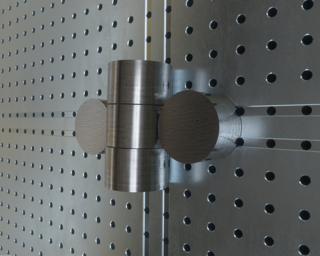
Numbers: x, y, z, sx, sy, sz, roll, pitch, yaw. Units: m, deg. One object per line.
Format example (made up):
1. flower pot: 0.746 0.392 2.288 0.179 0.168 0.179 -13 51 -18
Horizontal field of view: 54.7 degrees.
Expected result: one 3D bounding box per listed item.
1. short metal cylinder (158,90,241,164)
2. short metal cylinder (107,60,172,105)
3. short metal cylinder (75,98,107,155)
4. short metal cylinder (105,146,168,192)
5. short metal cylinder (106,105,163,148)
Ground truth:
1. short metal cylinder: 0.044 -0.001 0.354 0.080 0.050 0.079 0 90 39
2. short metal cylinder: -0.026 -0.054 0.392 0.080 0.081 0.050 4 92 39
3. short metal cylinder: -0.080 -0.002 0.456 0.080 0.050 0.079 0 90 39
4. short metal cylinder: -0.030 0.048 0.395 0.080 0.081 0.050 2 91 39
5. short metal cylinder: -0.027 -0.003 0.393 0.080 0.081 0.050 3 92 39
